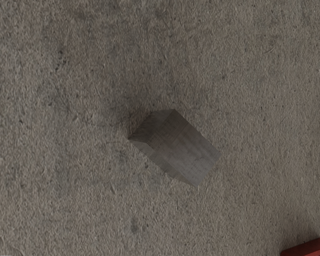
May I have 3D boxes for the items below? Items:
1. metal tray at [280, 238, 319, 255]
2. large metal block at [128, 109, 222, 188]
[{"bbox_3d":[0.246,0.254,0.498,0.091,0.030,0.129,-9,93,-20],"label":"metal tray"},{"bbox_3d":[0.015,0.023,0.386,0.080,0.080,0.050,43,77,-15],"label":"large metal block"}]
